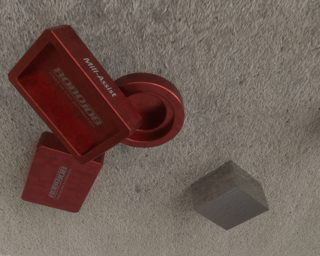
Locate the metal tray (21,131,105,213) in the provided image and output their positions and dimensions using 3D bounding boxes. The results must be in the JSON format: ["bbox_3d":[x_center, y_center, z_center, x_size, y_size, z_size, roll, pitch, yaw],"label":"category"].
[{"bbox_3d":[-0.147,0.071,0.463,0.091,0.030,0.129,20,127,-17],"label":"metal tray"}]

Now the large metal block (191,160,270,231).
[{"bbox_3d":[0.107,0.107,0.483,0.080,0.050,0.080,37,121,-27],"label":"large metal block"}]

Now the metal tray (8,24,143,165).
[{"bbox_3d":[-0.092,-0.032,0.336,0.090,0.030,0.130,-32,101,33],"label":"metal tray"}]

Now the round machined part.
[{"bbox_3d":[-0.021,-0.025,0.375,0.099,0.042,0.097,0,130,0],"label":"round machined part"}]
